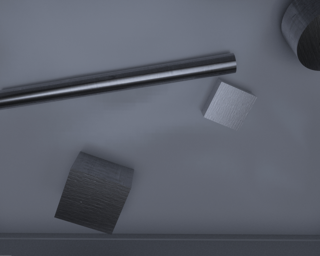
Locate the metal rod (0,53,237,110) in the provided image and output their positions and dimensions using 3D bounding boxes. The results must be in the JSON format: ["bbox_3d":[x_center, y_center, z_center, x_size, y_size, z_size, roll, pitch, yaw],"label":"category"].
[{"bbox_3d":[-0.058,-0.058,0.389,0.302,0.025,0.025,-9,110,2],"label":"metal rod"}]

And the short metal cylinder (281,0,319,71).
[{"bbox_3d":[0.184,-0.111,0.344,0.081,0.050,0.079,-3,135,-2],"label":"short metal cylinder"}]

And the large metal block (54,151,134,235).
[{"bbox_3d":[-0.089,0.090,0.430,0.080,0.050,0.079,20,109,-8],"label":"large metal block"}]

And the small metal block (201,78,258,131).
[{"bbox_3d":[0.088,-0.030,0.401,0.050,0.025,0.050,22,108,-9],"label":"small metal block"}]
